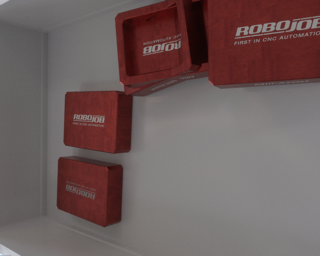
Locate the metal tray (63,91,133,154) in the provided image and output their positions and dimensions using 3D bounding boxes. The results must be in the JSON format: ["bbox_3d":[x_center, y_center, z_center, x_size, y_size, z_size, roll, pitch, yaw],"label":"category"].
[{"bbox_3d":[-0.101,-0.012,0.487,0.130,0.030,0.089,4,93,40],"label":"metal tray"}]

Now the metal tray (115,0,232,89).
[{"bbox_3d":[0.014,-0.101,0.366,0.130,0.030,0.089,-6,86,21],"label":"metal tray"}]

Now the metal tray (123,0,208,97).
[{"bbox_3d":[-0.001,-0.097,0.389,0.130,0.030,0.090,-14,81,50],"label":"metal tray"}]

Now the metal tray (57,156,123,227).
[{"bbox_3d":[-0.117,0.097,0.500,0.130,0.030,0.089,4,93,40],"label":"metal tray"}]

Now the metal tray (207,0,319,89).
[{"bbox_3d":[0.112,-0.087,0.290,0.130,0.030,0.089,-1,89,25],"label":"metal tray"}]
